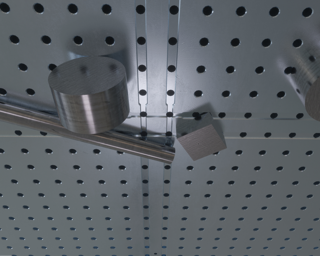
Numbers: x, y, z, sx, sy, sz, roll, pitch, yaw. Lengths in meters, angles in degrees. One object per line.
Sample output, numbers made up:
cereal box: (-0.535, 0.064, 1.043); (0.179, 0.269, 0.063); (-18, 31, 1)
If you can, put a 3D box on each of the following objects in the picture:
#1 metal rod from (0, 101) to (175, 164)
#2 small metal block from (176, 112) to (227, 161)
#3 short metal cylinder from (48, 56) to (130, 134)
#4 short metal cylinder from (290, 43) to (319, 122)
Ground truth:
metal rod: (-0.124, 0.000, 0.410); (0.302, 0.025, 0.025); (16, 128, -14)
small metal block: (0.056, 0.013, 0.423); (0.050, 0.025, 0.050); (-24, 126, 19)
short metal cylinder: (-0.076, -0.038, 0.342); (0.080, 0.080, 0.050); (-1, 130, 1)
short metal cylinder: (0.198, -0.052, 0.353); (0.081, 0.050, 0.079); (0, 130, 0)
